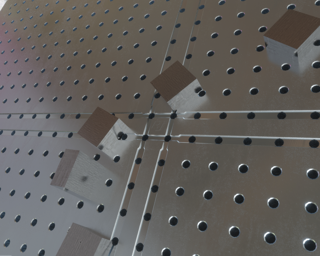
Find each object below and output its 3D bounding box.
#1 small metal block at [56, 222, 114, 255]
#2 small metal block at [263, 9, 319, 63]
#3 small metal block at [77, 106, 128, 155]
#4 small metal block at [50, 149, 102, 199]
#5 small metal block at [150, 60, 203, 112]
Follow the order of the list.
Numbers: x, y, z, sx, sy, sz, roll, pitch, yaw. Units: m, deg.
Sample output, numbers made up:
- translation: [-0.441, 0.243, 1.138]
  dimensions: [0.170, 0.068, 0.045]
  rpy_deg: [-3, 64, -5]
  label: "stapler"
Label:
- translation: [-0.091, 0.147, 0.367]
  dimensions: [0.050, 0.025, 0.050]
  rpy_deg: [13, 68, 33]
  label: "small metal block"
- translation: [0.169, -0.117, 0.392]
  dimensions: [0.050, 0.025, 0.050]
  rpy_deg: [-46, 51, -4]
  label: "small metal block"
- translation: [-0.084, 0.003, 0.452]
  dimensions: [0.050, 0.025, 0.050]
  rpy_deg: [28, 77, 37]
  label: "small metal block"
- translation: [-0.110, 0.062, 0.414]
  dimensions: [0.025, 0.050, 0.050]
  rpy_deg: [3, 63, 30]
  label: "small metal block"
- translation: [0.022, -0.059, 0.434]
  dimensions: [0.050, 0.025, 0.050]
  rpy_deg: [-39, 51, 2]
  label: "small metal block"
